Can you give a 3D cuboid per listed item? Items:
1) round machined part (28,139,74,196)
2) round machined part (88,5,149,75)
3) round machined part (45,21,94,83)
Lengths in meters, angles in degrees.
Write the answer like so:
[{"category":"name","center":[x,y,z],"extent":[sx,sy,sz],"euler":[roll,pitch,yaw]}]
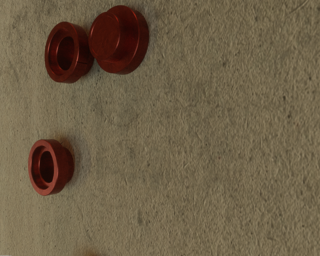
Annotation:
[{"category":"round machined part","center":[-0.191,0.068,0.552],"extent":[0.098,0.042,0.097],"euler":[0,90,40]},{"category":"round machined part","center":[-0.066,-0.128,0.449],"extent":[0.098,0.042,0.097],"euler":[0,90,40]},{"category":"round machined part","center":[-0.147,-0.122,0.515],"extent":[0.098,0.042,0.097],"euler":[0,90,40]}]
